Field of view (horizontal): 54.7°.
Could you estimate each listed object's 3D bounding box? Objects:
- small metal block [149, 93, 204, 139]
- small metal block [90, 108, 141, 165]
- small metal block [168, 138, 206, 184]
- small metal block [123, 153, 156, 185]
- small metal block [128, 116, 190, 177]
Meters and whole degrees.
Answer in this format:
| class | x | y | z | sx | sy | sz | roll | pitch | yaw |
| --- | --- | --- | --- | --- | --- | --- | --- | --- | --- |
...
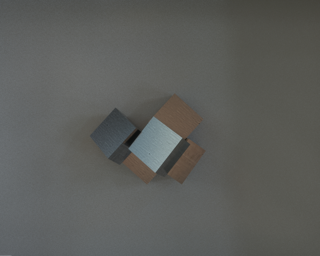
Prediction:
| class | x | y | z | sx | sy | sz | roll | pitch | yaw |
| --- | --- | --- | --- | --- | --- | --- | --- | --- | --- |
| small metal block | 0.021 | -0.010 | 0.410 | 0.050 | 0.025 | 0.050 | 42 | 90 | -1 |
| small metal block | -0.054 | 0.010 | 0.397 | 0.050 | 0.025 | 0.050 | -48 | 52 | 0 |
| small metal block | 0.030 | 0.040 | 0.398 | 0.025 | 0.050 | 0.050 | 35 | 90 | -1 |
| small metal block | -0.018 | 0.037 | 0.409 | 0.050 | 0.025 | 0.050 | 42 | 90 | -1 |
| small metal block | -0.001 | 0.022 | 0.373 | 0.050 | 0.025 | 0.050 | 38 | 90 | 33 |
